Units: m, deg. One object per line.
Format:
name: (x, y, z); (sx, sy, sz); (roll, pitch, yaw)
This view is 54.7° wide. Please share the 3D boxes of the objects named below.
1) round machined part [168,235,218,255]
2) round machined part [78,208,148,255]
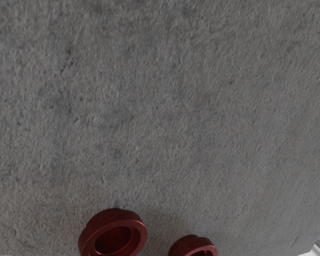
round machined part: (0.055, 0.239, 0.576); (0.099, 0.042, 0.097); (-14, 125, -21)
round machined part: (-0.071, 0.158, 0.456); (0.099, 0.042, 0.097); (-14, 125, -21)
